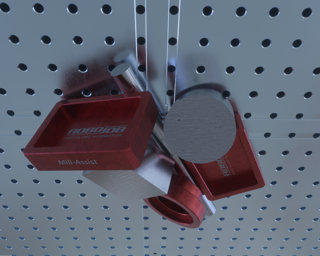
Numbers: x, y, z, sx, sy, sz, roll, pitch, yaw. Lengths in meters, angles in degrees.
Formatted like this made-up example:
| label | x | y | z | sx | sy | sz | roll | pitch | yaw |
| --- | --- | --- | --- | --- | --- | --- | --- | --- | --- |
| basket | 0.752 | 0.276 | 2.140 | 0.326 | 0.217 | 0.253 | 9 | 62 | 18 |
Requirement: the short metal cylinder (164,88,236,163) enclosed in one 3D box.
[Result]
| label | x | y | z | sx | sy | sz | roll | pitch | yaw |
| --- | --- | --- | --- | --- | --- | --- | --- | --- | --- |
| short metal cylinder | 0.048 | -0.004 | 0.368 | 0.080 | 0.050 | 0.079 | 3 | 107 | 10 |

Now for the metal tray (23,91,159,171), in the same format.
| label | x | y | z | sx | sy | sz | roll | pitch | yaw |
| --- | --- | --- | --- | --- | --- | --- | --- | --- | --- |
| metal tray | -0.075 | 0.003 | 0.348 | 0.130 | 0.090 | 0.030 | -3 | 133 | 22 |

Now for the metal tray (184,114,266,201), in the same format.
| label | x | y | z | sx | sy | sz | roll | pitch | yaw |
| --- | --- | --- | --- | --- | --- | --- | --- | --- | --- |
| metal tray | 0.090 | 0.048 | 0.445 | 0.090 | 0.030 | 0.130 | -20 | 128 | 16 |

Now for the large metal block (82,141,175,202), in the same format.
| label | x | y | z | sx | sy | sz | roll | pitch | yaw |
| --- | --- | --- | --- | --- | --- | --- | --- | --- | --- |
| large metal block | -0.041 | 0.053 | 0.411 | 0.080 | 0.050 | 0.080 | -22 | 130 | 40 |

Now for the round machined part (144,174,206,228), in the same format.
| label | x | y | z | sx | sy | sz | roll | pitch | yaw |
| --- | --- | --- | --- | --- | --- | --- | --- | --- | --- |
| round machined part | 0.025 | 0.106 | 0.467 | 0.098 | 0.042 | 0.098 | 24 | 149 | 16 |

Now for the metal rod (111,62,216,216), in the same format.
| label | x | y | z | sx | sy | sz | roll | pitch | yaw |
| --- | --- | --- | --- | --- | --- | --- | --- | --- | --- |
| metal rod | 0.019 | 0.036 | 0.437 | 0.025 | 0.025 | 0.299 | -20 | 128 | 16 |
